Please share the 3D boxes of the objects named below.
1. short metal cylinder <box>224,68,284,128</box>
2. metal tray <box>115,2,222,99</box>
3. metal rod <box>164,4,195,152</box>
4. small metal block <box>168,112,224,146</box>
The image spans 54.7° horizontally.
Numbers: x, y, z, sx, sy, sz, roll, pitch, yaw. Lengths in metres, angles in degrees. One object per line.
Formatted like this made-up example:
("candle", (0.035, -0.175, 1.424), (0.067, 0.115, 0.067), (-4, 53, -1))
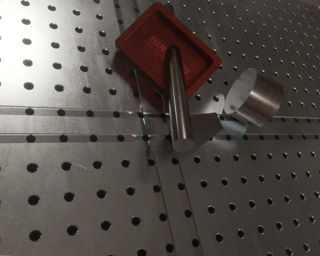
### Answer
("short metal cylinder", (0.144, -0.046, 0.481), (0.050, 0.080, 0.080), (27, 52, -12))
("metal tray", (0.012, -0.105, 0.449), (0.130, 0.030, 0.090), (43, 83, 1))
("metal rod", (0.020, -0.093, 0.445), (0.025, 0.025, 0.300), (15, 46, -20))
("small metal block", (0.048, 0.004, 0.417), (0.050, 0.050, 0.025), (-7, 66, -32))
